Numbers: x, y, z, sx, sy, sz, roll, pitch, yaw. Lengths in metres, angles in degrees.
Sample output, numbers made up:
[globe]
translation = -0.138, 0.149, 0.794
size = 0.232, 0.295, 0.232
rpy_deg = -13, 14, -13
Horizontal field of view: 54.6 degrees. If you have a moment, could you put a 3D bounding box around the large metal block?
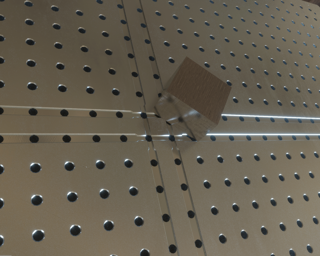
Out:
[large metal block]
translation = 0.046, -0.041, 0.442
size = 0.080, 0.050, 0.080
rpy_deg = 33, 51, -7
